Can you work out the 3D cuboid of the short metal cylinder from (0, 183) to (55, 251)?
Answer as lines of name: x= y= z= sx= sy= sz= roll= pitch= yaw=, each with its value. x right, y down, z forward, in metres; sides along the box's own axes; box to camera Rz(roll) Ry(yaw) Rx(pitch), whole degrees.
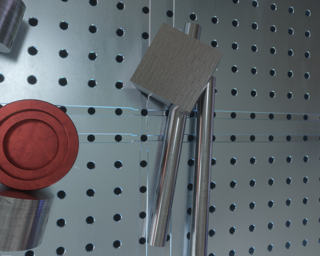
short metal cylinder: x=-0.159 y=0.089 z=0.325 sx=0.081 sy=0.080 sz=0.050 roll=15 pitch=85 yaw=-20

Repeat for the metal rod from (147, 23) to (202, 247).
metal rod: x=0.020 y=0.006 z=0.419 sx=0.025 sy=0.025 sz=0.298 roll=11 pitch=86 yaw=-20

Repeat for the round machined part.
round machined part: x=-0.144 y=0.018 z=0.349 sx=0.099 sy=0.042 sz=0.097 roll=1 pitch=88 yaw=-21

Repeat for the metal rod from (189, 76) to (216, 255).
metal rod: x=0.058 y=0.077 z=0.433 sx=0.025 sy=0.025 sz=0.298 roll=3 pitch=89 yaw=-20

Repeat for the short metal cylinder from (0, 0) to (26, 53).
short metal cylinder: x=-0.186 y=-0.117 z=0.314 sx=0.081 sy=0.080 sz=0.050 roll=19 pitch=84 yaw=-19

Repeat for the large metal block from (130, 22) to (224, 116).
large metal block: x=0.021 y=-0.070 z=0.387 sx=0.080 sy=0.050 sz=0.080 roll=29 pitch=88 yaw=5
